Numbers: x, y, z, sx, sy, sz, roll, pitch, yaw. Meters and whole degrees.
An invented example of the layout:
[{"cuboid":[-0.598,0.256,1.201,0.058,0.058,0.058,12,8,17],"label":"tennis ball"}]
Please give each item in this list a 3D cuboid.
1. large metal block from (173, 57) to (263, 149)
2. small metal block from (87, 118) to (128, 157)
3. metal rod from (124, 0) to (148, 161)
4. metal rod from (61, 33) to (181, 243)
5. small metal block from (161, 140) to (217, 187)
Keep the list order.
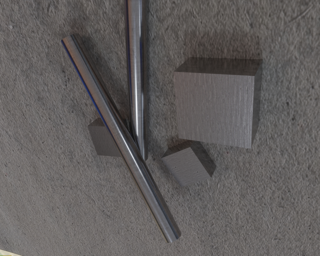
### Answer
[{"cuboid":[0.064,-0.030,0.338,0.080,0.050,0.079,8,122,24],"label":"large metal block"},{"cuboid":[-0.071,0.014,0.451,0.050,0.025,0.050,2,119,27],"label":"small metal block"},{"cuboid":[-0.028,-0.084,0.367,0.025,0.025,0.298,14,124,20],"label":"metal rod"},{"cuboid":[-0.047,0.019,0.410,0.025,0.025,0.299,-20,100,35],"label":"metal rod"},{"cuboid":[0.038,0.046,0.414,0.050,0.025,0.050,-26,105,36],"label":"small metal block"}]
